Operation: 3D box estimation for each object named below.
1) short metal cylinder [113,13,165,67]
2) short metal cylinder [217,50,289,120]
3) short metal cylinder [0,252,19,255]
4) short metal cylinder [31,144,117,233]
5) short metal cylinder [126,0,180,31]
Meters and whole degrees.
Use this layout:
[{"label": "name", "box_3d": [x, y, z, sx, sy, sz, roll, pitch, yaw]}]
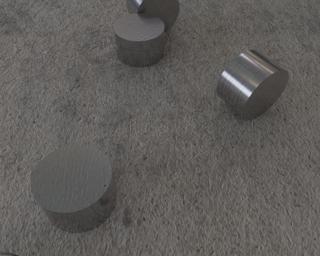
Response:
[{"label": "short metal cylinder", "box_3d": [-0.033, -0.145, 0.508, 0.080, 0.050, 0.080, 0, 50, 0]}, {"label": "short metal cylinder", "box_3d": [0.124, -0.057, 0.416, 0.081, 0.080, 0.050, -28, 56, -21]}, {"label": "short metal cylinder", "box_3d": [-0.153, 0.140, 0.248, 0.081, 0.080, 0.050, -12, 51, -10]}, {"label": "short metal cylinder", "box_3d": [-0.089, 0.064, 0.332, 0.080, 0.050, 0.080, 0, 50, 0]}, {"label": "short metal cylinder", "box_3d": [-0.013, -0.214, 0.547, 0.081, 0.080, 0.050, -19, 53, -15]}]
